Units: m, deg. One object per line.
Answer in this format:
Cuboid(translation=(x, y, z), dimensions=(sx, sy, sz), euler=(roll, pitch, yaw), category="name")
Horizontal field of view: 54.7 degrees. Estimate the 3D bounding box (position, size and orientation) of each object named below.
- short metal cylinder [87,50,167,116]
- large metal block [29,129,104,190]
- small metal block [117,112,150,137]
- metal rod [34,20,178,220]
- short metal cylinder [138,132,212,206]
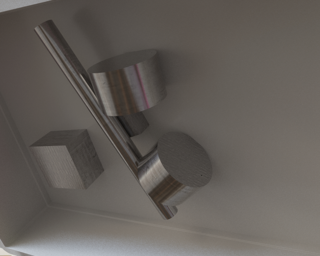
Cuboid(translation=(-0.037, -0.054, 0.358), dimensions=(0.080, 0.080, 0.050), euler=(-1, 118, 28), category="short metal cylinder")
Cuboid(translation=(-0.149, 0.050, 0.500), dimensions=(0.080, 0.050, 0.080), euler=(-4, 117, 29), category="large metal block")
Cuboid(translation=(-0.051, -0.013, 0.426), dimensions=(0.050, 0.025, 0.050), euler=(-18, 109, 35), category="small metal block")
Cuboid(translation=(-0.063, 0.000, 0.407), dimensions=(0.025, 0.025, 0.299), euler=(-22, 107, 36), category="metal rod")
Cuboid(translation=(0.019, 0.051, 0.394), dimensions=(0.080, 0.080, 0.050), euler=(41, 129, 0), category="short metal cylinder")
